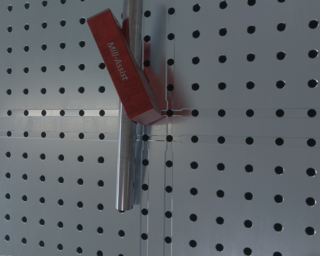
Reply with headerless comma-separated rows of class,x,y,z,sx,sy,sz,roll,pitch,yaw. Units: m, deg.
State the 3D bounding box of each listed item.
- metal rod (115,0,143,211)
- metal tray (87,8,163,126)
metal rod,-0.041,-0.037,0.407,0.025,0.025,0.298,7,100,20
metal tray,-0.040,-0.071,0.389,0.030,0.090,0.129,-24,82,6
